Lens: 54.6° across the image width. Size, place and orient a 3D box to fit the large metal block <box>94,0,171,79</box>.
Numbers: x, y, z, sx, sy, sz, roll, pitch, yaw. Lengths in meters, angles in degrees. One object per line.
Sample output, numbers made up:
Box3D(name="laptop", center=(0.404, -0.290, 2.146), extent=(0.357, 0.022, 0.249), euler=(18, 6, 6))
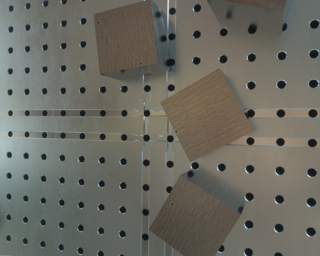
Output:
Box3D(name="large metal block", center=(-0.036, -0.113, 0.413), extent=(0.080, 0.050, 0.080), euler=(-7, 88, 20))

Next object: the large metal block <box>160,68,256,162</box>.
Box3D(name="large metal block", center=(0.060, -0.014, 0.379), extent=(0.080, 0.050, 0.080), euler=(-29, 81, 17))

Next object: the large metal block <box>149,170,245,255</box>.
Box3D(name="large metal block", center=(0.046, 0.110, 0.383), extent=(0.080, 0.050, 0.080), euler=(32, 100, 17))

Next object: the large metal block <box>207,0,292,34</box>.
Box3D(name="large metal block", center=(0.104, -0.149, 0.347), extent=(0.080, 0.080, 0.050), euler=(19, 97, 19))
